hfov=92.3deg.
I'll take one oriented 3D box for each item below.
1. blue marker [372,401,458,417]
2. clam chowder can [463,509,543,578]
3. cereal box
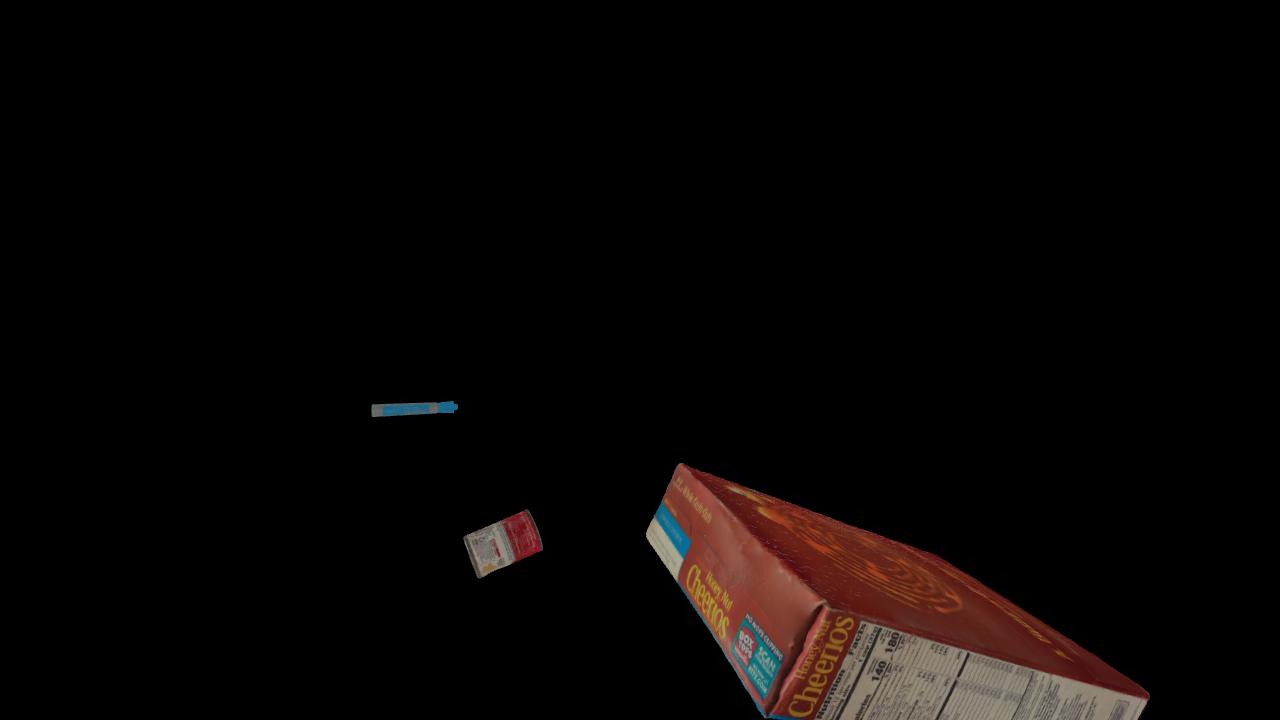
[{"bbox_3d":[-0.336,0.073,0.921,0.121,0.020,0.020,-1,0,-21],"label":"blue marker"},{"bbox_3d":[-0.206,0.277,0.929,0.102,0.068,0.068,-19,8,-22],"label":"clam chowder can"},{"bbox_3d":[0.174,0.186,0.456,0.306,0.081,0.203,22,4,-22],"label":"cereal box"}]
